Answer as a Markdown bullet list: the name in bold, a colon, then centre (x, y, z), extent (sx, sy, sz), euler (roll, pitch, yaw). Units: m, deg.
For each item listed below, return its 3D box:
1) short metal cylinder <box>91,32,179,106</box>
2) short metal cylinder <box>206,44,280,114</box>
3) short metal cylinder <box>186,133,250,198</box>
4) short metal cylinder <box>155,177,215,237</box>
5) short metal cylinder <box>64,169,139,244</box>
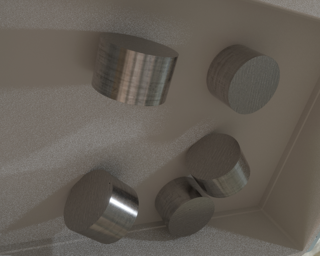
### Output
- **short metal cylinder**: centre (-0.026, -0.062, 0.320), extent (0.081, 0.080, 0.050), euler (2, 118, -29)
- **short metal cylinder**: centre (0.110, -0.065, 0.412), extent (0.081, 0.050, 0.079), euler (-14, 124, -21)
- **short metal cylinder**: centre (0.085, 0.054, 0.453), extent (0.080, 0.080, 0.050), euler (-38, 129, -3)
- **short metal cylinder**: centre (0.039, 0.124, 0.490), extent (0.081, 0.050, 0.079), euler (-14, 124, -21)
- **short metal cylinder**: centre (-0.074, 0.100, 0.394), extent (0.080, 0.080, 0.050), euler (-44, 129, 2)
